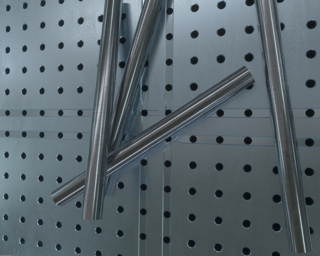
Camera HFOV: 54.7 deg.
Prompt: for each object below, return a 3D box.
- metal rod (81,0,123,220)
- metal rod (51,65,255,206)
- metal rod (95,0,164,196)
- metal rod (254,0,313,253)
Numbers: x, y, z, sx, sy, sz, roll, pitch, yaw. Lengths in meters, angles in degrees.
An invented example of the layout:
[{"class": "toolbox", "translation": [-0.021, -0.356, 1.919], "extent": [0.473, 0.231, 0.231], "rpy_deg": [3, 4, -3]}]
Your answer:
[{"class": "metal rod", "translation": [-0.073, -0.036, 0.404], "extent": [0.025, 0.025, 0.299], "rpy_deg": [-1, 77, 19]}, {"class": "metal rod", "translation": [-0.016, 0.015, 0.399], "extent": [0.300, 0.025, 0.025], "rpy_deg": [-33, 80, 10]}, {"class": "metal rod", "translation": [-0.047, -0.044, 0.428], "extent": [0.025, 0.025, 0.298], "rpy_deg": [19, 96, 18]}, {"class": "metal rod", "translation": [0.143, -0.009, 0.362], "extent": [0.025, 0.025, 0.298], "rpy_deg": [-8, 87, 19]}]
